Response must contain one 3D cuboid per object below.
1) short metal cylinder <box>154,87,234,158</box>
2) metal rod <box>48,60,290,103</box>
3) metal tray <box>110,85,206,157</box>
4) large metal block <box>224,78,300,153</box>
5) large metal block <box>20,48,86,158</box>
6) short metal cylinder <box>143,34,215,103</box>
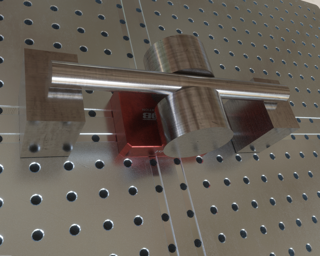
[{"bbox_3d":[0.038,-0.004,0.357,0.081,0.080,0.050,1,62,-28],"label":"short metal cylinder"},{"bbox_3d":[0.034,-0.048,0.352,0.303,0.025,0.025,0,62,-28],"label":"metal rod"},{"bbox_3d":[0.006,-0.010,0.414,0.131,0.030,0.090,1,61,-28],"label":"metal tray"},{"bbox_3d":[0.144,-0.017,0.459,0.050,0.080,0.080,1,62,-28],"label":"large metal block"},{"bbox_3d":[-0.116,-0.023,0.322,0.050,0.080,0.080,1,62,-28],"label":"large metal block"},{"bbox_3d":[0.023,-0.071,0.390,0.081,0.080,0.050,1,62,-28],"label":"short metal cylinder"}]
